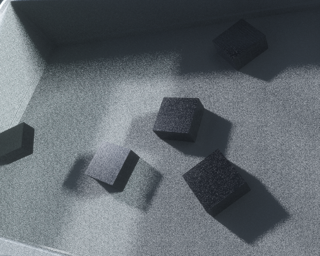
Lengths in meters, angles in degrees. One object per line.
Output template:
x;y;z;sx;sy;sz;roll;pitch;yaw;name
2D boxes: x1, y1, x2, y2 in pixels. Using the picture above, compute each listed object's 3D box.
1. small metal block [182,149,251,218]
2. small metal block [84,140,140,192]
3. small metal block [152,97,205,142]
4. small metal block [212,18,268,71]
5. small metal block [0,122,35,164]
0.061;0.060;0.337;0.050;0.025;0.050;-37;51;2;small metal block
-0.062;0.049;0.407;0.050;0.025;0.050;14;69;33;small metal block
0.024;-0.011;0.399;0.050;0.025;0.050;5;64;30;small metal block
0.108;-0.113;0.418;0.050;0.025;0.050;-36;51;3;small metal block
-0.238;0.025;0.513;0.050;0.025;0.050;-23;53;14;small metal block
